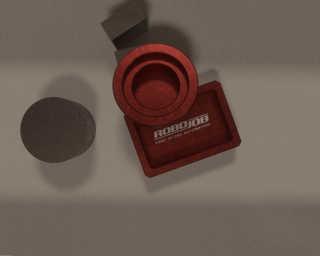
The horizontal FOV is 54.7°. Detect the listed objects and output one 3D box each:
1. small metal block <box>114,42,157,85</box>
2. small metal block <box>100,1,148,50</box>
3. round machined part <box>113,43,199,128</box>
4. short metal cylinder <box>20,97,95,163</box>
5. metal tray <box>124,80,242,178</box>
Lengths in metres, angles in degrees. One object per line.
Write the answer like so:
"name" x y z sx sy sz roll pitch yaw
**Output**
"small metal block" -0.028 -0.081 0.411 0.050 0.025 0.050 -15 90 -1
"small metal block" -0.044 -0.130 0.398 0.050 0.050 0.025 -34 90 0
"round machined part" -0.005 -0.048 0.374 0.099 0.042 0.097 0 83 2
"short metal cylinder" -0.128 0.002 0.397 0.081 0.050 0.079 0 90 -1
"metal tray" 0.029 0.001 0.409 0.131 0.030 0.090 -20 90 -1
